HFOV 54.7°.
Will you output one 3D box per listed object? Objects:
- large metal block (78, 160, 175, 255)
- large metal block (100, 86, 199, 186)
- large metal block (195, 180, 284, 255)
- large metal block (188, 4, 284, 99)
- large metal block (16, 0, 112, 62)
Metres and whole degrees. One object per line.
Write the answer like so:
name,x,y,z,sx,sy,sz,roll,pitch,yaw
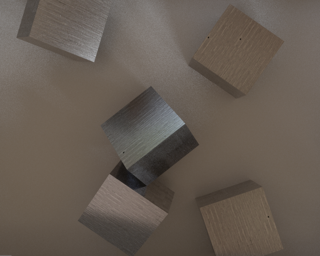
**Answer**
large metal block,-0.041,0.098,0.386,0.080,0.050,0.080,35,110,-1
large metal block,-0.013,0.009,0.379,0.080,0.050,0.080,-38,50,0
large metal block,0.099,0.121,0.400,0.080,0.050,0.080,-19,90,0
large metal block,0.095,-0.095,0.399,0.080,0.050,0.080,35,90,0
large metal block,-0.116,-0.133,0.378,0.081,0.050,0.080,16,90,-41
